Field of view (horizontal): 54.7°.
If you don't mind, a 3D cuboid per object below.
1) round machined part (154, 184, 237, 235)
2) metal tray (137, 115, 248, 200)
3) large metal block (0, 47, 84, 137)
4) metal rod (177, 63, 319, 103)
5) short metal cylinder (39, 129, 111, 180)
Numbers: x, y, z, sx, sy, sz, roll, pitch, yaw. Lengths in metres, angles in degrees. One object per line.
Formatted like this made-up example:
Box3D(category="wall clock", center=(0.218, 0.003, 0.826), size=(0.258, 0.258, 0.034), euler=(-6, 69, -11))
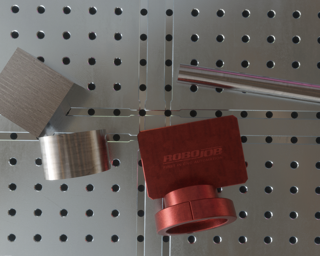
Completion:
Box3D(category="round machined part", center=(0.041, 0.101, 0.384), size=(0.099, 0.098, 0.042), euler=(-10, 63, 0))
Box3D(category="metal tray", center=(0.042, 0.038, 0.412), size=(0.131, 0.030, 0.089), euler=(-10, 90, -1))
Box3D(category="large metal block", center=(-0.160, -0.043, 0.399), size=(0.080, 0.050, 0.080), euler=(33, 90, -1))
Box3D(category="metal rod", center=(0.174, -0.052, 0.415), size=(0.302, 0.025, 0.025), euler=(8, 90, -1))
Box3D(category="short metal cylinder", center=(-0.105, 0.031, 0.385), size=(0.081, 0.080, 0.050), euler=(-7, 90, 0))
